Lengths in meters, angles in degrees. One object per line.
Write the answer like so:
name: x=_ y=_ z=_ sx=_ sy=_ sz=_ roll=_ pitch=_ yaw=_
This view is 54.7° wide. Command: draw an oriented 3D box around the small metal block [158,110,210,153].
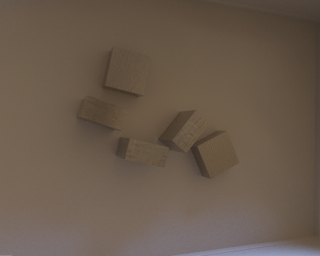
small metal block: x=0.030 y=0.004 z=0.408 sx=0.025 sy=0.050 sz=0.050 roll=43 pitch=77 yaw=-15

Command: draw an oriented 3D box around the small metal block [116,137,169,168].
small metal block: x=-0.023 y=0.030 z=0.389 sx=0.050 sy=0.050 sz=0.025 roll=14 pitch=86 yaw=-20

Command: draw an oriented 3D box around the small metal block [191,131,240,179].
small metal block: x=0.077 y=0.037 z=0.439 sx=0.050 sy=0.025 sz=0.050 roll=-26 pitch=99 yaw=-18

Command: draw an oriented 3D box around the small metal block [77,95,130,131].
small metal block: x=-0.069 y=-0.016 z=0.372 sx=0.050 sy=0.050 sz=0.025 roll=20 pitch=84 yaw=-19

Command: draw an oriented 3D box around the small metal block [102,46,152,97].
small metal block: x=-0.042 y=-0.070 z=0.395 sx=0.050 sy=0.025 sz=0.050 roll=13 pitch=86 yaw=-20
